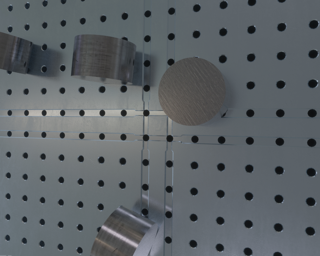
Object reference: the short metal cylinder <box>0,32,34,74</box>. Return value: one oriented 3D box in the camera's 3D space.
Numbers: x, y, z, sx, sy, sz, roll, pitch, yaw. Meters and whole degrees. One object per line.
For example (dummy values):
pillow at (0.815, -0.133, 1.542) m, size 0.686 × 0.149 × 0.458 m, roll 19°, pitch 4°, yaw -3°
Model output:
short metal cylinder at (-0.239, -0.116, 0.468) m, size 0.080 × 0.080 × 0.050 m, roll 17°, pitch 96°, yaw 19°

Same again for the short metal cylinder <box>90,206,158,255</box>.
short metal cylinder at (-0.044, 0.149, 0.399) m, size 0.050 × 0.080 × 0.080 m, roll 23°, pitch 98°, yaw 18°

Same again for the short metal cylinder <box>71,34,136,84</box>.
short metal cylinder at (-0.074, -0.088, 0.409) m, size 0.080 × 0.080 × 0.050 m, roll 7°, pitch 93°, yaw 20°

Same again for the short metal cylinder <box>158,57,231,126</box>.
short metal cylinder at (0.044, -0.042, 0.384) m, size 0.080 × 0.050 × 0.079 m, roll 0°, pitch 90°, yaw 20°
